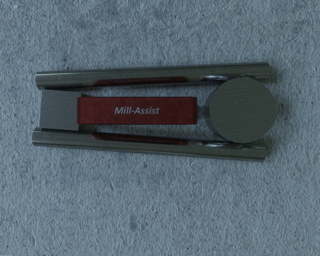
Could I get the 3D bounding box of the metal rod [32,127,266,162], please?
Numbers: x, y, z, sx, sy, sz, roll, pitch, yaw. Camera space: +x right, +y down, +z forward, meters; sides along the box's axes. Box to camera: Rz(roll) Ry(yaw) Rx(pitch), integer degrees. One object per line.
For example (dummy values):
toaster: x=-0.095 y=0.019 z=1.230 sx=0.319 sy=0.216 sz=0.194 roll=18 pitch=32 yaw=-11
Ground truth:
metal rod: x=-0.014 y=0.022 z=0.411 sx=0.302 sy=0.025 sz=0.025 roll=4 pitch=90 yaw=0

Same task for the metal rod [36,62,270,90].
metal rod: x=-0.009 y=-0.069 z=0.411 sx=0.302 sy=0.025 sz=0.025 roll=-3 pitch=90 yaw=0

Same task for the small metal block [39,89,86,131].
small metal block: x=-0.128 y=-0.023 z=0.411 sx=0.050 sy=0.025 sz=0.050 roll=4 pitch=90 yaw=0

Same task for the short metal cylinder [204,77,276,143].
short metal cylinder: x=0.100 y=-0.022 z=0.399 sx=0.081 sy=0.050 sz=0.079 roll=0 pitch=90 yaw=0

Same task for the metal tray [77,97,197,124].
metal tray: x=-0.024 y=-0.019 z=0.377 sx=0.131 sy=0.090 sz=0.030 roll=0 pitch=90 yaw=0
